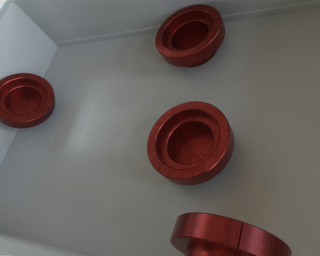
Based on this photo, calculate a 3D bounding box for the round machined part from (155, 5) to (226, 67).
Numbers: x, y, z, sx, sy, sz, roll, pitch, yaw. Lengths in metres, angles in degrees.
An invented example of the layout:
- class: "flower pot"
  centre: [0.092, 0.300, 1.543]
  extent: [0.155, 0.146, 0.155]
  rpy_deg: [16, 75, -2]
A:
- class: "round machined part"
  centre: [0.047, -0.127, 0.449]
  extent: [0.098, 0.042, 0.098]
  rpy_deg: [-13, 56, 21]

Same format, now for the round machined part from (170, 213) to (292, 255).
- class: "round machined part"
  centre: [0.055, 0.111, 0.258]
  extent: [0.098, 0.098, 0.042]
  rpy_deg: [3, 55, 30]

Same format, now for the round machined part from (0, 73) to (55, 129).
- class: "round machined part"
  centre: [-0.228, -0.041, 0.521]
  extent: [0.099, 0.042, 0.098]
  rpy_deg: [5, 60, -9]

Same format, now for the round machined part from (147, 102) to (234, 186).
- class: "round machined part"
  centre: [0.038, 0.021, 0.362]
  extent: [0.098, 0.042, 0.098]
  rpy_deg: [-13, 56, 21]
